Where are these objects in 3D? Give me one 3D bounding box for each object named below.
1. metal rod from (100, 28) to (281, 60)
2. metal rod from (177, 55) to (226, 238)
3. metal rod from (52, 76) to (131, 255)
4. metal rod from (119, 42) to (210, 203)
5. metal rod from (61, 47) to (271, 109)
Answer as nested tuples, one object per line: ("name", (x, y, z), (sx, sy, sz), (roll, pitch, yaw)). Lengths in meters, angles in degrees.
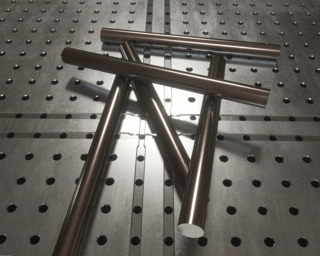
("metal rod", (0.048, -0.145, 0.529), (0.302, 0.025, 0.025), (7, 50, 5))
("metal rod", (0.061, -0.006, 0.392), (0.025, 0.025, 0.300), (10, 44, 8))
("metal rod", (-0.076, 0.036, 0.375), (0.025, 0.025, 0.300), (6, 50, 5))
("metal rod", (-0.007, -0.026, 0.428), (0.025, 0.025, 0.299), (-15, 52, -13))
("metal rod", (-0.005, -0.074, 0.429), (0.301, 0.025, 0.025), (15, 52, 18))
